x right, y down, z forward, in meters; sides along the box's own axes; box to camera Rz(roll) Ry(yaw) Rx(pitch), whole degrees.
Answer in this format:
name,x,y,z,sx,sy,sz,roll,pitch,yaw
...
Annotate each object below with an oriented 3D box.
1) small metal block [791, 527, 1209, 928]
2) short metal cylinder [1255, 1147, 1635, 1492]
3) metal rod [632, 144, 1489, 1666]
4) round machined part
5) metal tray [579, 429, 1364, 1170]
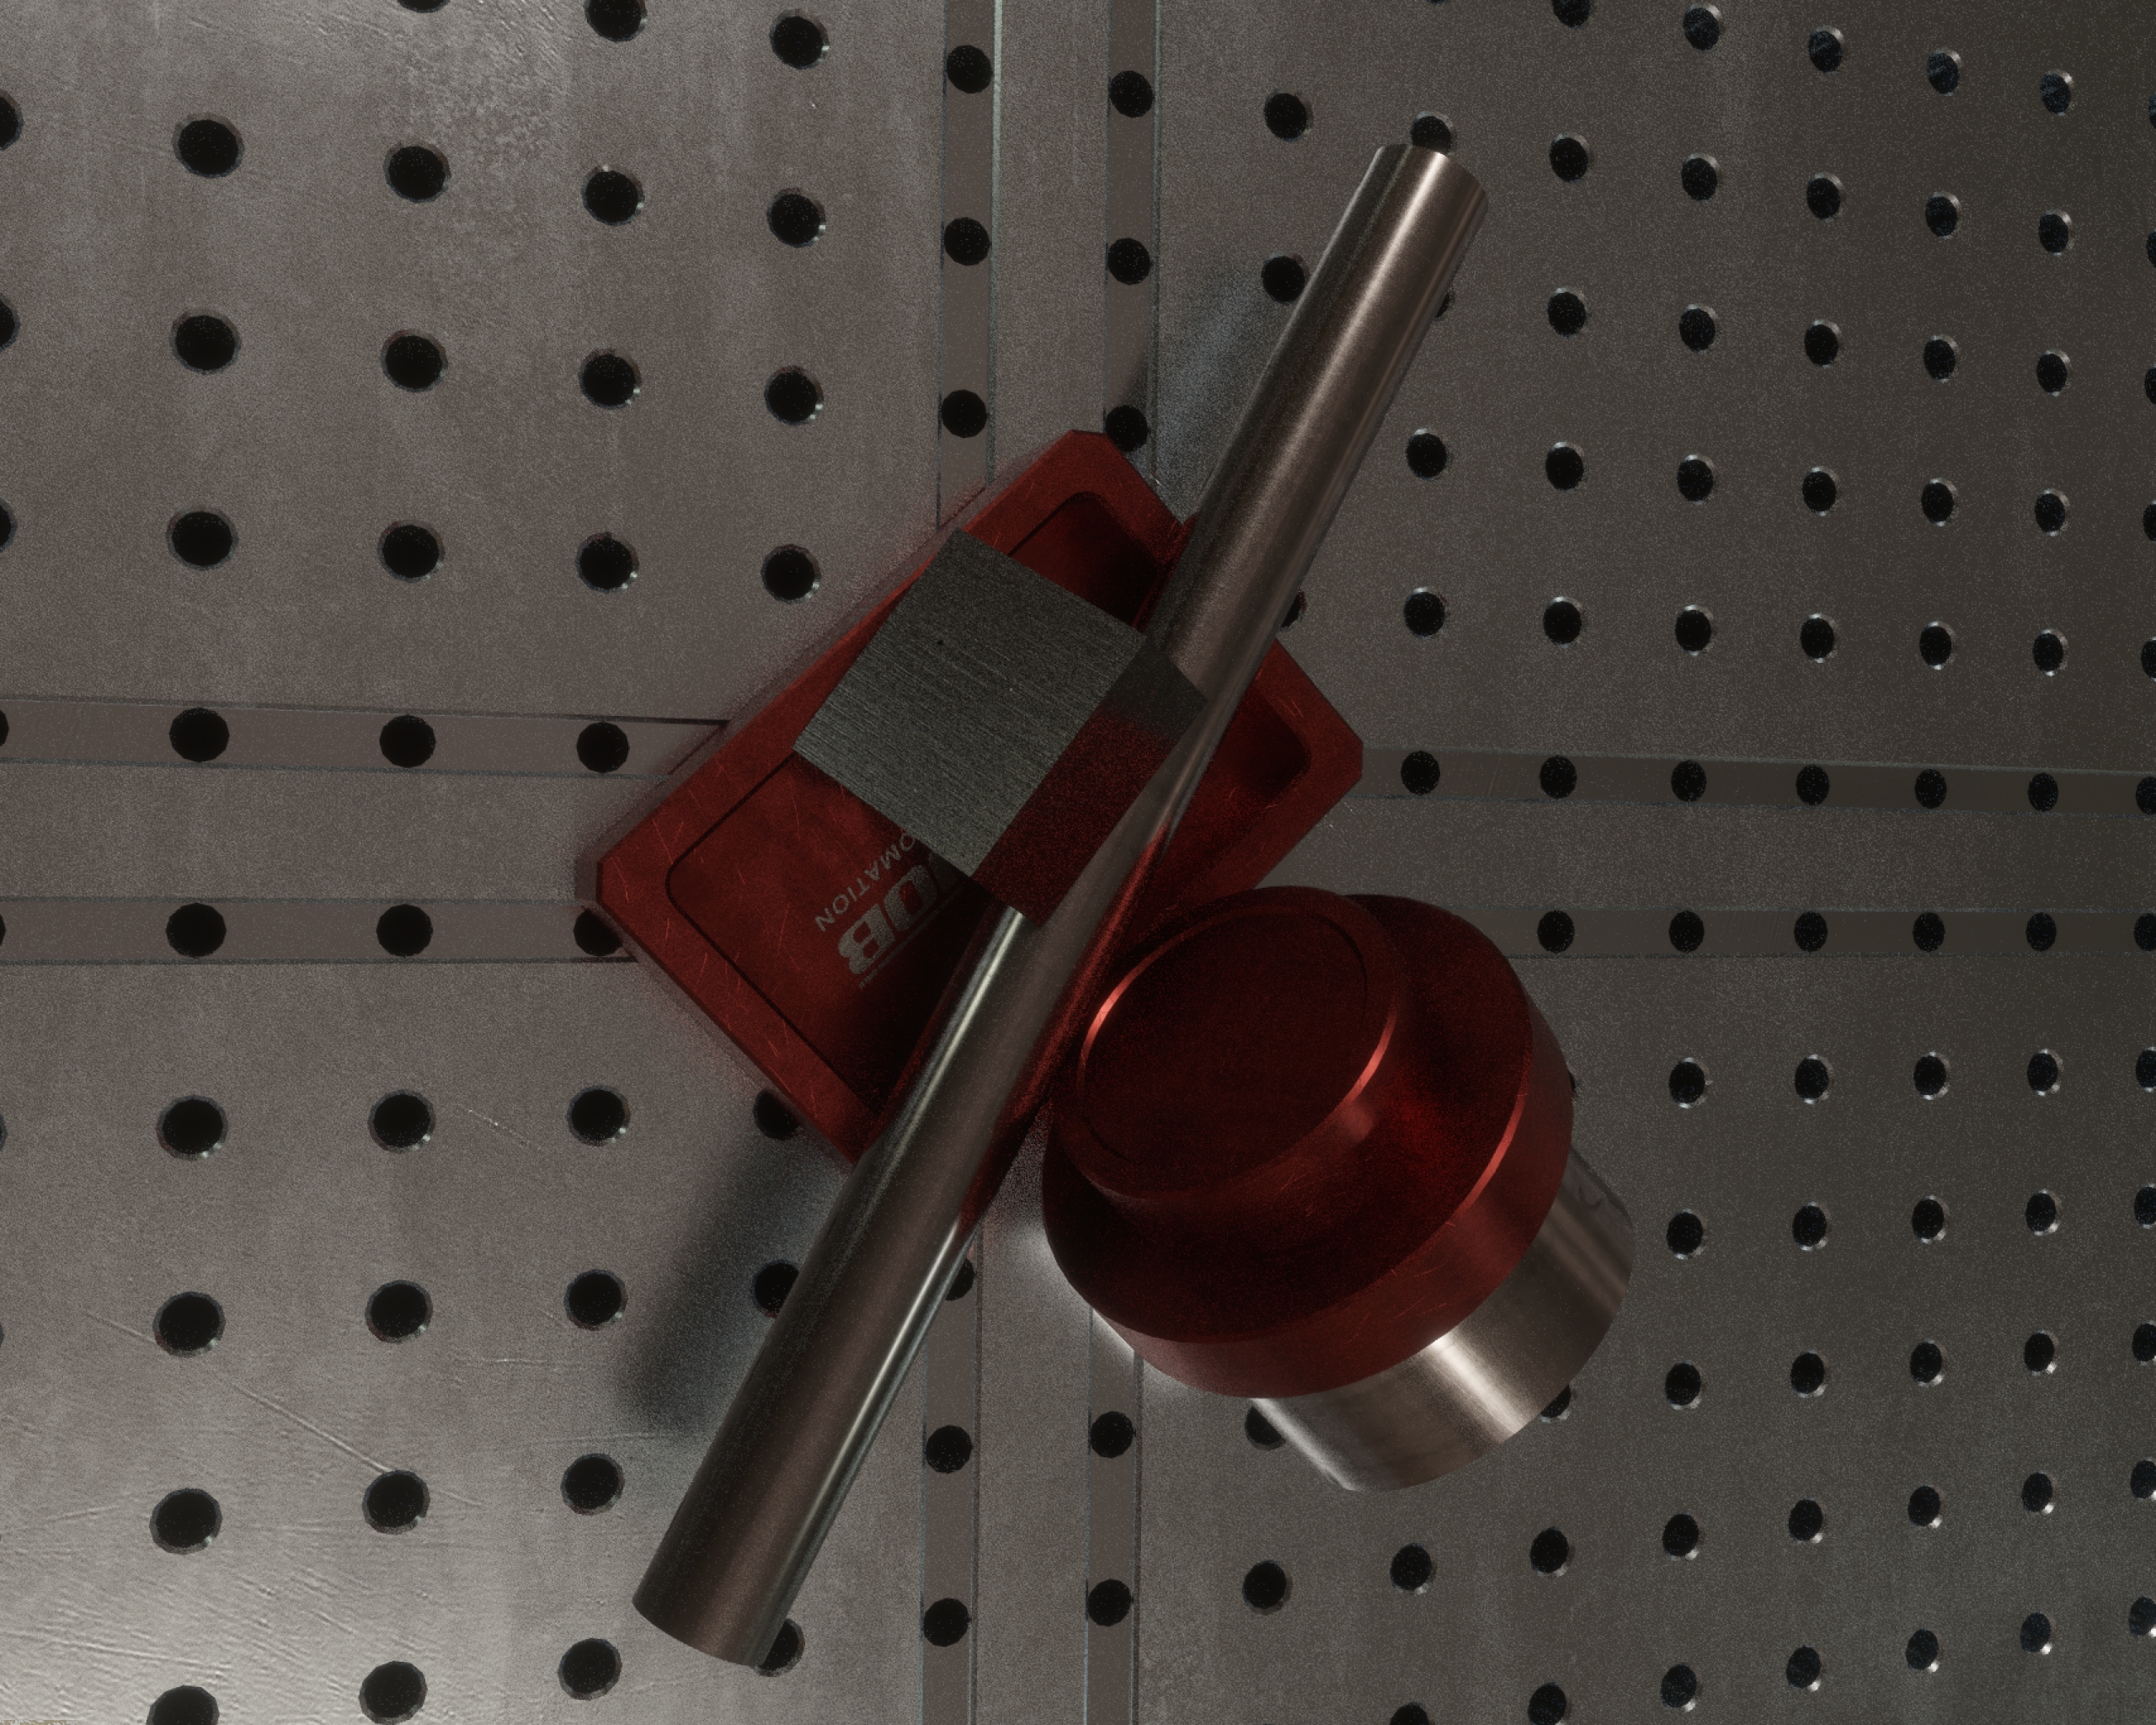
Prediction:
name,x,y,z,sx,sy,sz,roll,pitch,yaw
small metal block,-0.014,-0.025,0.372,0.050,0.050,0.025,-54,145,-3
short metal cylinder,0.059,0.074,0.405,0.080,0.080,0.050,-45,105,-15
metal rod,0.002,0.000,0.382,0.025,0.025,0.299,30,80,-18
round machined part,0.035,0.043,0.377,0.098,0.098,0.042,-48,127,-14
metal tray,-0.018,-0.009,0.403,0.130,0.030,0.090,-45,104,-15
